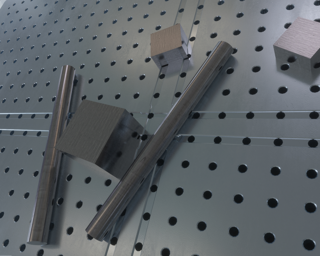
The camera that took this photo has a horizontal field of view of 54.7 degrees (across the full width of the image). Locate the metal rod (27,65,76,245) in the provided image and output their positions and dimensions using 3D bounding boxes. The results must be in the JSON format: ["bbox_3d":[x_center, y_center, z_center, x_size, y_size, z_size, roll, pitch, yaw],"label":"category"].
[{"bbox_3d":[-0.162,0.022,0.479,0.025,0.025,0.299,-15,56,20],"label":"metal rod"}]

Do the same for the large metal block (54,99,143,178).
[{"bbox_3d":[-0.084,0.013,0.428,0.080,0.050,0.080,15,69,34],"label":"large metal block"}]

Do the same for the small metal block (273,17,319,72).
[{"bbox_3d":[0.177,-0.103,0.379,0.050,0.025,0.050,-48,51,-6],"label":"small metal block"}]

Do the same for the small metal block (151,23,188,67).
[{"bbox_3d":[0.014,-0.128,0.480,0.050,0.025,0.050,-15,56,20],"label":"small metal block"}]

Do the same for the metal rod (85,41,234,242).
[{"bbox_3d":[0.006,0.008,0.399,0.025,0.025,0.300,27,76,37],"label":"metal rod"}]
